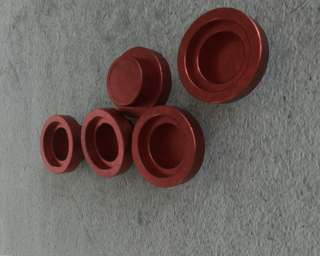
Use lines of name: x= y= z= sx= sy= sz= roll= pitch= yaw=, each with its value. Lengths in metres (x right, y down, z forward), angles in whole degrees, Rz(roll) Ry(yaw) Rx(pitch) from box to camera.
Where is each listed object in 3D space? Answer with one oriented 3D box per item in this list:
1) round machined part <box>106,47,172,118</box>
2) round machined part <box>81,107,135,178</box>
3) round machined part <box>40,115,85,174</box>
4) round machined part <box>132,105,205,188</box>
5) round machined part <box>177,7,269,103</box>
round machined part: x=-0.035 y=-0.062 z=0.423 sx=0.098 sy=0.042 sz=0.097 roll=0 pitch=90 yaw=40
round machined part: x=-0.068 y=0.019 z=0.444 sx=0.098 sy=0.042 sz=0.097 roll=9 pitch=103 yaw=42
round machined part: x=-0.158 y=0.027 z=0.525 sx=0.098 sy=0.042 sz=0.097 roll=0 pitch=90 yaw=40
round machined part: x=0.014 y=0.022 z=0.382 sx=0.098 sy=0.042 sz=0.097 roll=0 pitch=90 yaw=40
round machined part: x=0.070 y=-0.075 z=0.336 sx=0.098 sy=0.042 sz=0.097 roll=0 pitch=90 yaw=40
